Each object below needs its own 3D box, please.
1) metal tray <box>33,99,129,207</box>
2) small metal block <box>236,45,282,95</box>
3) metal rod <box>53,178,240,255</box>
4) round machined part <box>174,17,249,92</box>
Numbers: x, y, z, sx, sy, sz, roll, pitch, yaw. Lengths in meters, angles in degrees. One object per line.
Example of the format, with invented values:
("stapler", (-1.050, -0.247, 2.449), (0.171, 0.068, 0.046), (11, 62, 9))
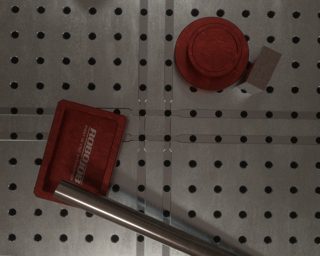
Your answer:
("metal tray", (-0.102, 0.036, 0.409), (0.091, 0.030, 0.129), (15, 90, -1))
("small metal block", (0.127, -0.073, 0.403), (0.025, 0.050, 0.050), (26, 90, 0))
("metal rod", (0.011, 0.137, 0.394), (0.301, 0.025, 0.025), (26, 90, -8))
("round machined part", (0.068, -0.098, 0.406), (0.099, 0.042, 0.097), (0, 90, -1))
